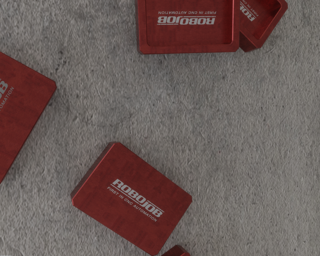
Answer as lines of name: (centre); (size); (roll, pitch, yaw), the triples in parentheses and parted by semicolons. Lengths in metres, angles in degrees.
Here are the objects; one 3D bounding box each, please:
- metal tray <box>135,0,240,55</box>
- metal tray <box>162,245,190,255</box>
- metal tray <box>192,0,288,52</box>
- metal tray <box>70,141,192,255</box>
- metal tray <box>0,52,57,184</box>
metal tray: (0.036, -0.142, 0.398); (0.131, 0.030, 0.089); (-4, 103, -10)
metal tray: (0.023, 0.238, 0.415); (0.091, 0.030, 0.130); (-30, 100, -18)
metal tray: (0.114, -0.186, 0.447); (0.130, 0.030, 0.090); (39, 78, -16)
metal tray: (-0.034, 0.089, 0.394); (0.130, 0.030, 0.090); (39, 78, -16)
metal tray: (-0.185, -0.014, 0.338); (0.090, 0.030, 0.130); (30, 80, -18)
